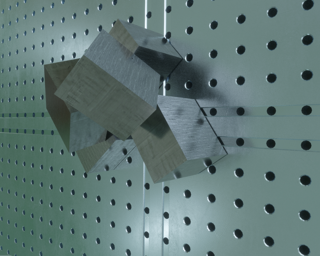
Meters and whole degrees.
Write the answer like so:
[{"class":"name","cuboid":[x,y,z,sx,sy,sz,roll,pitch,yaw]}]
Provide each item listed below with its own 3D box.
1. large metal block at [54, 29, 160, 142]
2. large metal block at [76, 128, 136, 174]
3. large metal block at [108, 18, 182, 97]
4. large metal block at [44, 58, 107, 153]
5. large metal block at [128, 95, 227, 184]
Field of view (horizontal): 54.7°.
[{"class":"large metal block","cuboid":[-0.048,-0.046,0.319,0.050,0.080,0.080,-44,21,26]},{"class":"large metal block","cuboid":[-0.085,0.010,0.460,0.080,0.050,0.080,-47,63,29]},{"class":"large metal block","cuboid":[-0.033,-0.082,0.397,0.080,0.081,0.050,-49,61,29]},{"class":"large metal block","cuboid":[-0.106,-0.029,0.392,0.080,0.050,0.079,55,147,25]},{"class":"large metal block","cuboid":[0.019,0.011,0.355,0.050,0.081,0.080,-41,65,32]}]
